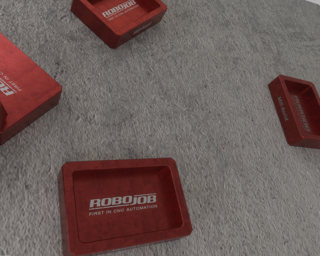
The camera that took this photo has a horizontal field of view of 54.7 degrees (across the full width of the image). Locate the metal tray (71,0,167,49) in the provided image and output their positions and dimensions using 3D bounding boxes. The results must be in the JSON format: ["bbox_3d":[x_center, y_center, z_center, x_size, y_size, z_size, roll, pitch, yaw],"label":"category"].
[{"bbox_3d":[-0.060,-0.186,0.481,0.090,0.030,0.131,43,51,2],"label":"metal tray"}]

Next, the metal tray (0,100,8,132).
[{"bbox_3d":[-0.214,0.001,0.261,0.131,0.030,0.090,16,69,-11],"label":"metal tray"}]

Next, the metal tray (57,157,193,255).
[{"bbox_3d":[-0.037,0.080,0.331,0.131,0.030,0.090,1,61,-28],"label":"metal tray"}]

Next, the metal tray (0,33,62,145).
[{"bbox_3d":[-0.186,-0.054,0.334,0.130,0.030,0.090,41,51,0],"label":"metal tray"}]

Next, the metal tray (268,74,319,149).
[{"bbox_3d":[0.253,-0.029,0.553,0.091,0.030,0.130,7,59,-25],"label":"metal tray"}]
